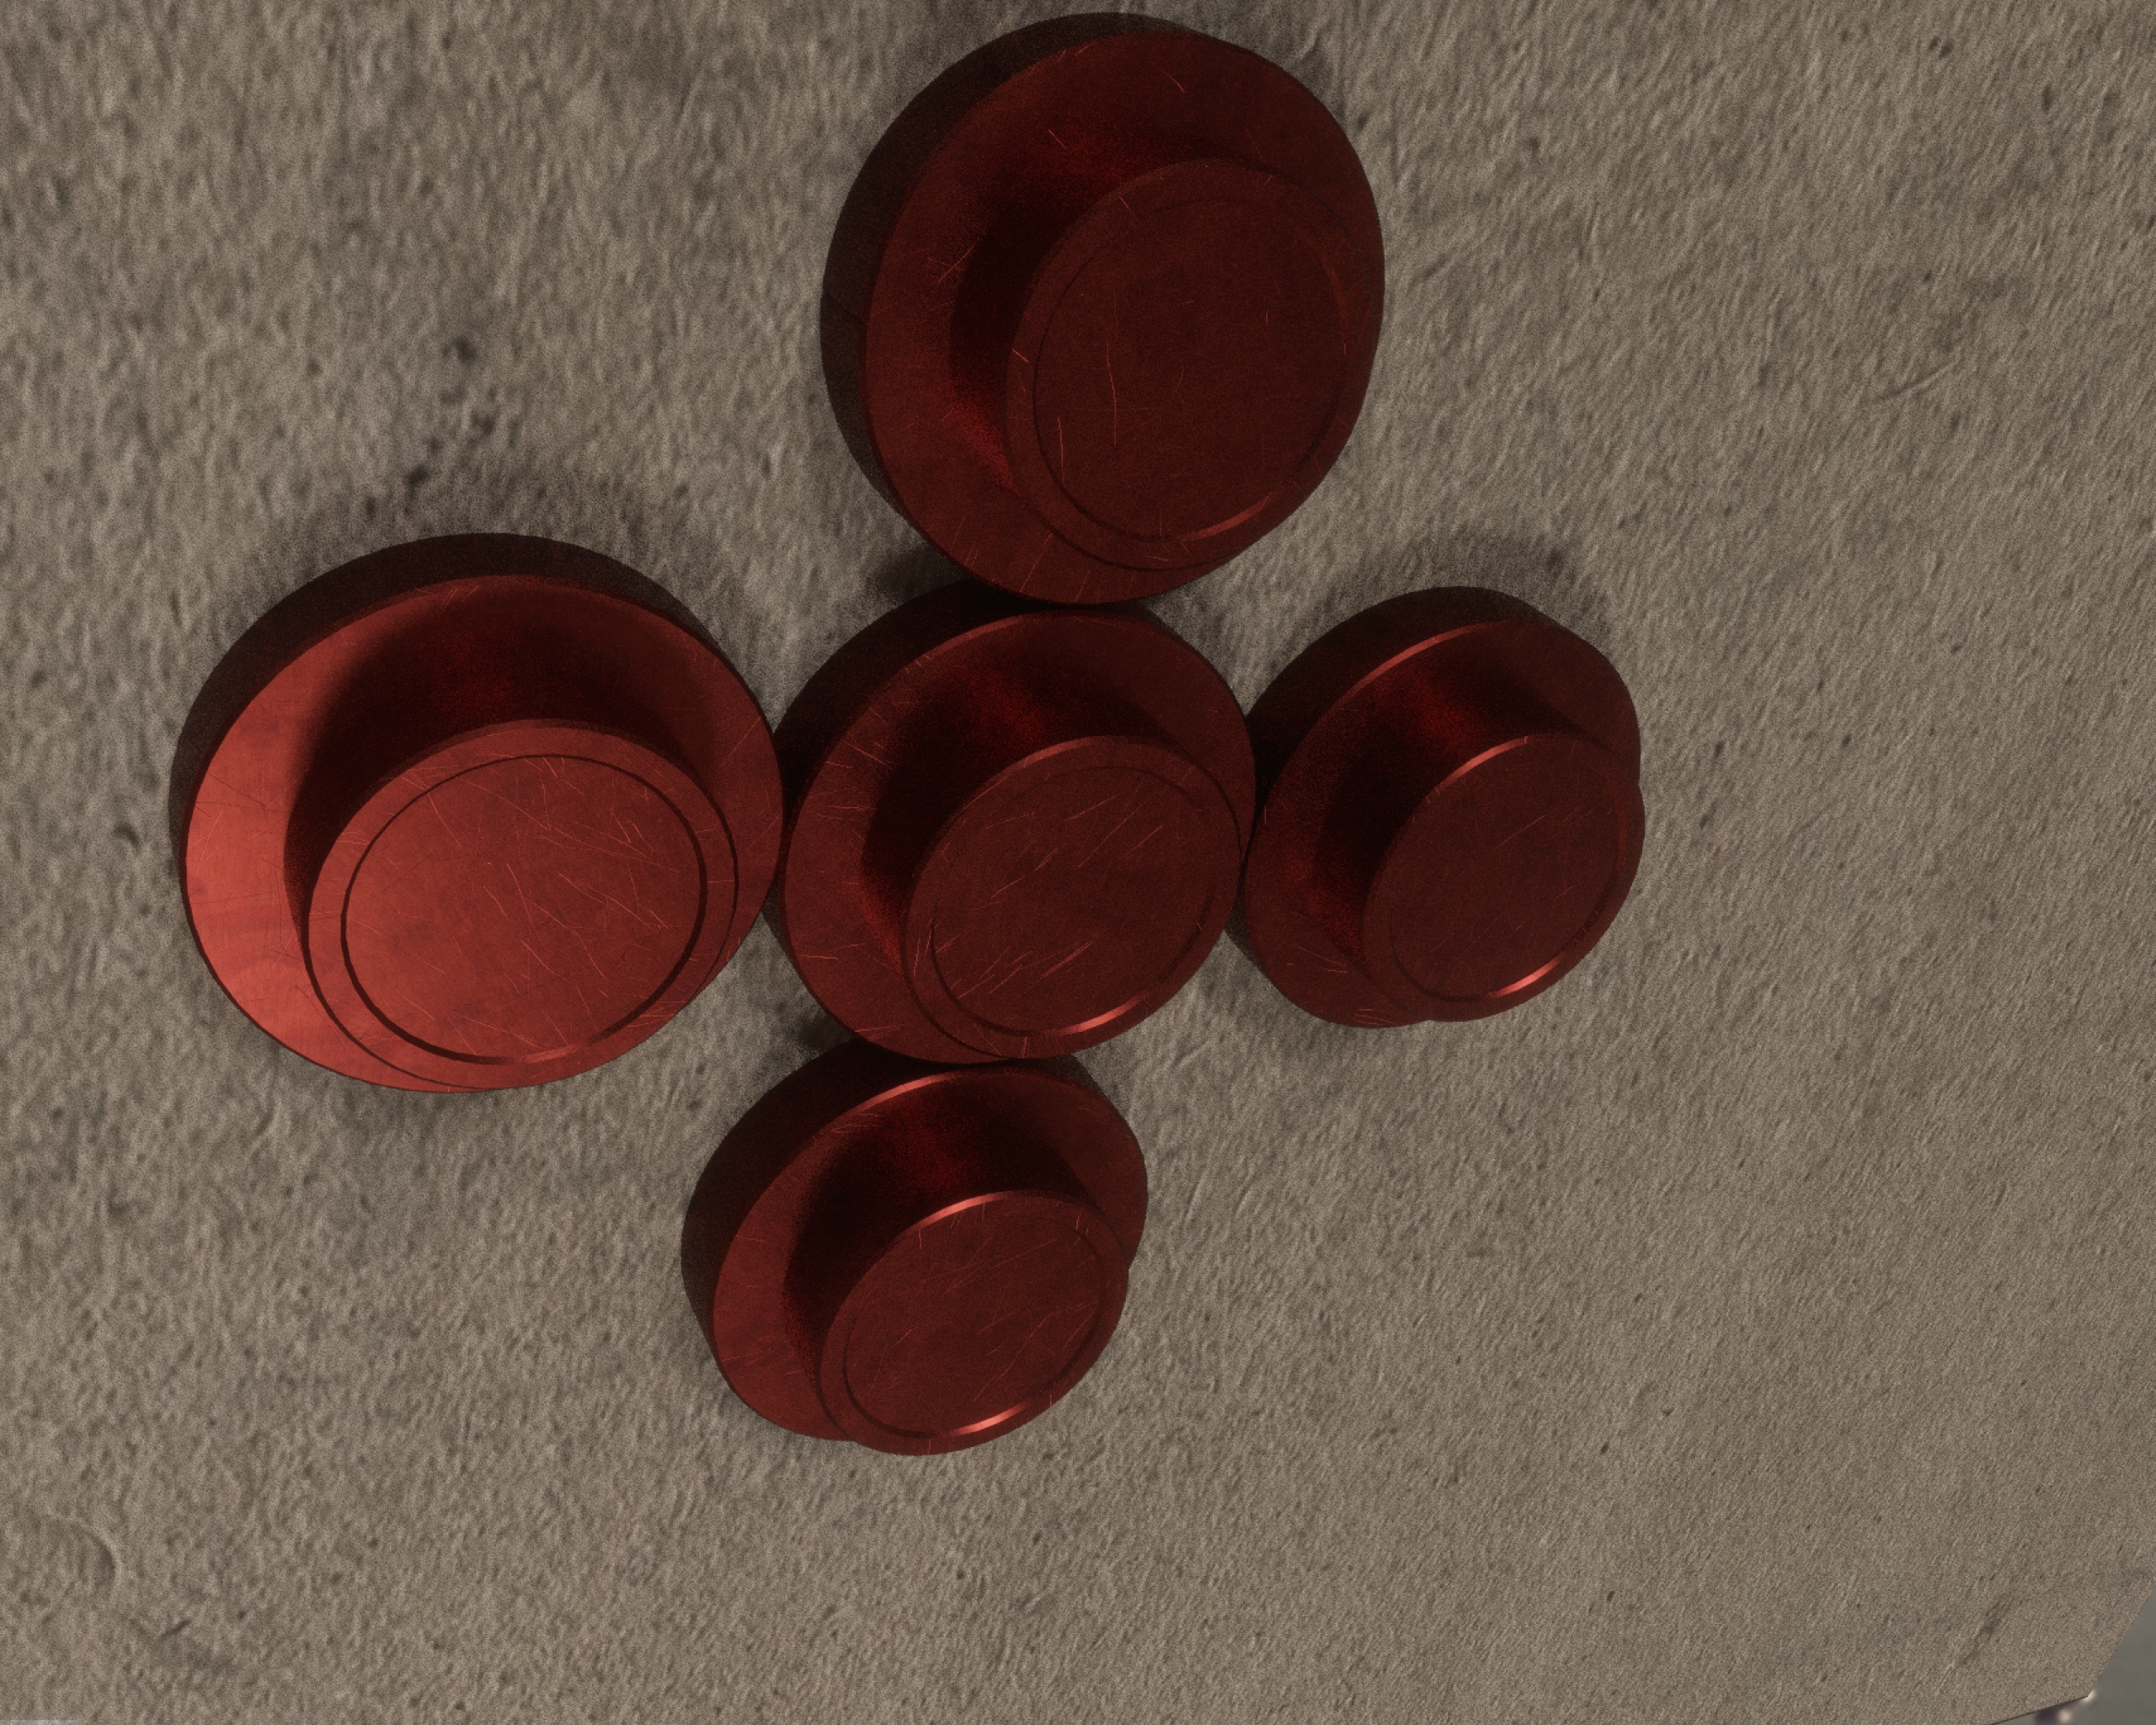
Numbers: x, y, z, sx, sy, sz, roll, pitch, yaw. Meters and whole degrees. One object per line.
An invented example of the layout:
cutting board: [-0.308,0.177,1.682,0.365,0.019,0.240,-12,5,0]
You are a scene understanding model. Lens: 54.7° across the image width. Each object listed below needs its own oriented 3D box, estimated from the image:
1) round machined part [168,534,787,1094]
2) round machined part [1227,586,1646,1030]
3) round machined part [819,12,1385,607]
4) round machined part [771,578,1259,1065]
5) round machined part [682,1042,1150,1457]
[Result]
round machined part: [-0.095,-0.001,0.345,0.099,0.042,0.097,-14,125,-21]
round machined part: [0.079,-0.005,0.439,0.099,0.042,0.097,-14,125,-21]
round machined part: [0.010,-0.088,0.350,0.099,0.042,0.097,-14,125,-21]
round machined part: [-0.009,-0.002,0.393,0.099,0.042,0.097,-14,125,-21]
round machined part: [-0.029,0.084,0.435,0.099,0.042,0.097,-14,125,-21]
